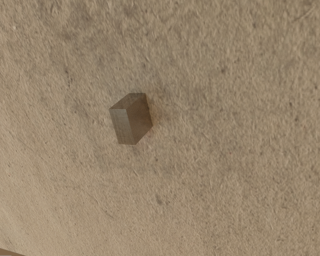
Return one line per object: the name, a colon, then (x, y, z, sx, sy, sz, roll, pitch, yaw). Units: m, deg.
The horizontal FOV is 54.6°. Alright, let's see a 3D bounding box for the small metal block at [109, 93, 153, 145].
small metal block: (-0.036, -0.013, 0.403, 0.025, 0.050, 0.050, 2, 120, 27)
